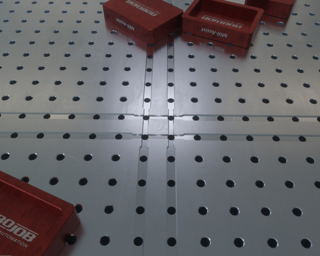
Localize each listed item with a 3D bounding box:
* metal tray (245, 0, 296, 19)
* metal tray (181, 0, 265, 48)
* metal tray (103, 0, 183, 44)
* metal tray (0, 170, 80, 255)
[{"bbox_3d":[0.237,-0.279,0.640,0.090,0.030,0.130,21,53,16],"label":"metal tray"},{"bbox_3d":[0.115,-0.199,0.571,0.130,0.030,0.090,20,53,16],"label":"metal tray"},{"bbox_3d":[-0.032,-0.213,0.584,0.130,0.030,0.090,36,58,26],"label":"metal tray"},{"bbox_3d":[-0.163,0.100,0.319,0.130,0.030,0.090,20,53,16],"label":"metal tray"}]
